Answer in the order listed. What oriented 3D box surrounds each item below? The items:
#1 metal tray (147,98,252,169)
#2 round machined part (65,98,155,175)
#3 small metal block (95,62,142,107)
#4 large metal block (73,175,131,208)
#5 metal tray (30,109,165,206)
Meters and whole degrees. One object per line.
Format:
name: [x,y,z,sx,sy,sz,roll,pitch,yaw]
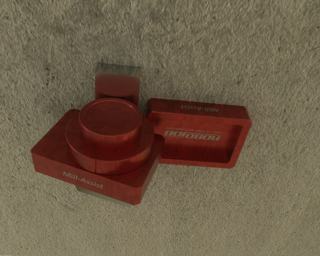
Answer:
metal tray: [0.045,0.010,0.414,0.131,0.030,0.089,5,130,-5]
round machined part: [-0.055,0.002,0.347,0.099,0.098,0.042,5,130,-5]
small metal block: [-0.050,-0.048,0.368,0.050,0.025,0.050,5,130,-5]
large metal block: [-0.070,0.057,0.415,0.080,0.050,0.080,16,144,9]
metal tray: [-0.069,0.029,0.368,0.131,0.090,0.030,17,131,9]
